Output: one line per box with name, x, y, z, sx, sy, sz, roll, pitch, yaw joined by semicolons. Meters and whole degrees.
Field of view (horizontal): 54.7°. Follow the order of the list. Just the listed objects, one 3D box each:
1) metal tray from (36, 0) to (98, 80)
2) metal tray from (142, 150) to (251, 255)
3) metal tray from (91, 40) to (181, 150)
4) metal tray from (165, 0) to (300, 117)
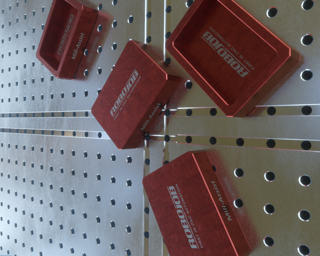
metal tray;-0.166;-0.161;0.539;0.090;0.030;0.129;41;115;32
metal tray;0.038;0.103;0.373;0.090;0.030;0.130;-35;69;34
metal tray;-0.039;-0.045;0.436;0.090;0.030;0.129;49;119;28
metal tray;0.073;-0.086;0.344;0.090;0.030;0.130;-51;60;27
